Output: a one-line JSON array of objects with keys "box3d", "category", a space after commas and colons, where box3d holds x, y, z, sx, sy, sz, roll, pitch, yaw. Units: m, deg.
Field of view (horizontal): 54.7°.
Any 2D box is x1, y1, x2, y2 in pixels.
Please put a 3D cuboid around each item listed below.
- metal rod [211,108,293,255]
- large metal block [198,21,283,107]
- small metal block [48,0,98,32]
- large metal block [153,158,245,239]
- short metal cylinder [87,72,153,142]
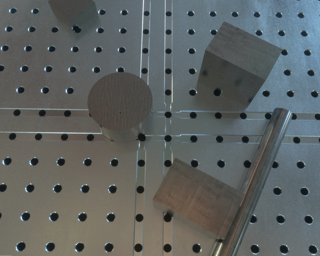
[{"box3d": [0.098, 0.104, 0.374, 0.025, 0.025, 0.300, 26, 72, 9], "category": "metal rod"}, {"box3d": [0.102, -0.082, 0.414, 0.080, 0.080, 0.050, 30, 73, 10], "category": "large metal block"}, {"box3d": [-0.134, -0.186, 0.478, 0.050, 0.025, 0.050, -41, 76, -14], "category": "small metal block"}, {"box3d": [0.040, 0.083, 0.353, 0.080, 0.080, 0.050, 27, 72, 9], "category": "large metal block"}, {"box3d": [-0.050, -0.026, 0.407, 0.081, 0.050, 0.080, 0, 70, 0], "category": "short metal cylinder"}]
